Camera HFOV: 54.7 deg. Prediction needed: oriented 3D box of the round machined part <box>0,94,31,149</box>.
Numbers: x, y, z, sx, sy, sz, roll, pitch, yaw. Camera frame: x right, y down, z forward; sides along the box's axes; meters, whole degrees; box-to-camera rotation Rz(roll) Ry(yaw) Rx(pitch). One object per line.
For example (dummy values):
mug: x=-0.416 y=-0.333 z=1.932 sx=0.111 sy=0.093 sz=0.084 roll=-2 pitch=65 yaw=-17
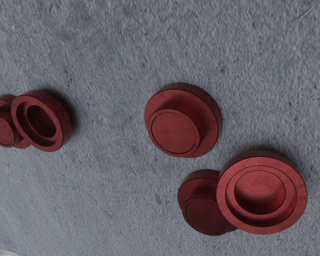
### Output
round machined part: x=-0.259 y=-0.005 z=0.529 sx=0.098 sy=0.042 sz=0.097 roll=13 pitch=124 yaw=21

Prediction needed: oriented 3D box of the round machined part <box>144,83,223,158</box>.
round machined part: x=0.024 y=-0.003 z=0.381 sx=0.098 sy=0.042 sz=0.097 roll=13 pitch=124 yaw=21

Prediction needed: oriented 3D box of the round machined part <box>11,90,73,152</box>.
round machined part: x=-0.176 y=-0.015 z=0.480 sx=0.098 sy=0.042 sz=0.097 roll=13 pitch=124 yaw=21

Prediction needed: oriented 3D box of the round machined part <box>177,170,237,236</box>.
round machined part: x=0.069 y=0.109 z=0.427 sx=0.098 sy=0.042 sz=0.097 roll=13 pitch=124 yaw=21

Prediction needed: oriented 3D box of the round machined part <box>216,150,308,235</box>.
round machined part: x=0.117 y=0.072 z=0.366 sx=0.098 sy=0.042 sz=0.097 roll=3 pitch=106 yaw=12
